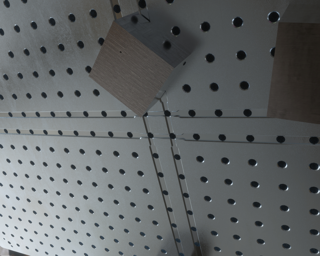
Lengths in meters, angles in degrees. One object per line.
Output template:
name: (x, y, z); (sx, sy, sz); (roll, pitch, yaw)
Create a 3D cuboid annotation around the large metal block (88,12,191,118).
large metal block: (-0.025, -0.073, 0.363); (0.080, 0.050, 0.080); (39, 129, 2)

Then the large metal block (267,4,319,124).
large metal block: (0.130, -0.059, 0.271); (0.050, 0.080, 0.080); (10, 123, 23)
